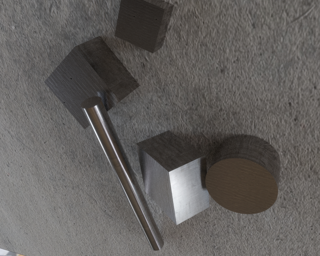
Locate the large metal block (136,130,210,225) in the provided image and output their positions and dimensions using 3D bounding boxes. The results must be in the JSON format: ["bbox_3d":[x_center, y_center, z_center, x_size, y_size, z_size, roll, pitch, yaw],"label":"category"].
[{"bbox_3d":[0.016,0.060,0.396,0.080,0.050,0.079,34,139,52],"label":"large metal block"}]

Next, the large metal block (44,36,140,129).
[{"bbox_3d":[-0.088,-0.057,0.402,0.080,0.050,0.080,-32,101,38],"label":"large metal block"}]

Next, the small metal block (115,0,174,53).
[{"bbox_3d":[-0.018,-0.119,0.343,0.050,0.025,0.050,27,128,11],"label":"small metal block"}]

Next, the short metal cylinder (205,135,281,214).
[{"bbox_3d":[0.100,0.055,0.370,0.080,0.050,0.079,11,123,18],"label":"short metal cylinder"}]

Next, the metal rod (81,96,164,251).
[{"bbox_3d":[-0.043,0.085,0.447,0.025,0.025,0.299,3,131,27],"label":"metal rod"}]
